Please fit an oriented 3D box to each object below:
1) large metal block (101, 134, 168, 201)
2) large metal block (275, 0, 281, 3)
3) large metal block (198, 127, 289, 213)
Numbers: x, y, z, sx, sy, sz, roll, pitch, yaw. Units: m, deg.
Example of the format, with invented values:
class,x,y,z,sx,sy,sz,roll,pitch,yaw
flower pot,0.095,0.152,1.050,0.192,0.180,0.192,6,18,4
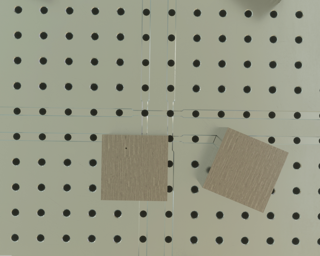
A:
class,x,y,z,sx,sy,sz,roll,pitch,yaw
large metal block,-0.031,0.048,0.401,0.080,0.050,0.080,1,90,0
large metal block,0.148,-0.216,0.387,0.080,0.080,0.050,40,90,0
large metal block,0.104,0.051,0.402,0.080,0.050,0.080,23,90,0
